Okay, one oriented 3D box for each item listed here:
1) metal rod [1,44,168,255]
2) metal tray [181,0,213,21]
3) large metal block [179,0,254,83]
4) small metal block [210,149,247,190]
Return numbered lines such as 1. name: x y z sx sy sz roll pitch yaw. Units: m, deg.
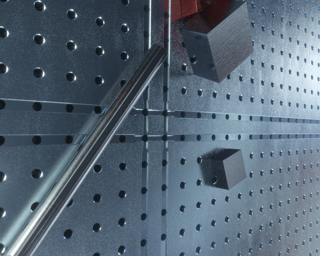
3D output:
1. metal rod: -0.072 0.016 0.349 0.025 0.025 0.300 46 62 -31
2. metal tray: 0.070 -0.227 0.466 0.091 0.030 0.129 -10 97 -40
3. large metal block: 0.083 -0.125 0.441 0.080 0.050 0.080 -43 135 -18
4. small metal block: 0.113 0.066 0.507 0.050 0.025 0.050 -23 105 -38
